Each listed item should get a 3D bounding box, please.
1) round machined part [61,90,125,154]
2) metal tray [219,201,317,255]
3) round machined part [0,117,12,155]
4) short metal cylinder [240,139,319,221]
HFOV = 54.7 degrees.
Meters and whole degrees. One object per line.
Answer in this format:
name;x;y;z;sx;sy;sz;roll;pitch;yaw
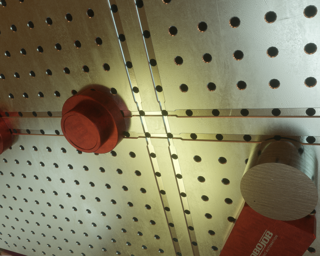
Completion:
round machined part;-0.104;-0.003;0.451;0.098;0.042;0.097;13;124;20
metal tray;0.143;0.157;0.429;0.090;0.030;0.129;22;127;14
round machined part;-0.331;0.012;0.578;0.098;0.042;0.097;13;124;20
short metal cylinder;0.139;0.059;0.358;0.080;0.050;0.079;13;124;20
